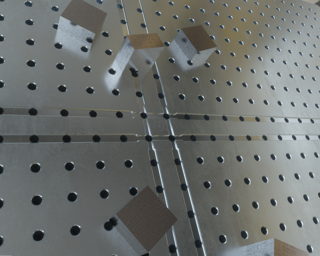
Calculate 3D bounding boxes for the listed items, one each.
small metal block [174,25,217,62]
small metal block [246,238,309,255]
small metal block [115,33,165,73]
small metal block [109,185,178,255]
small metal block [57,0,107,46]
[{"bbox_3d":[0.061,-0.145,0.529,0.050,0.025,0.050,-23,74,-36],"label":"small metal block"},{"bbox_3d":[0.139,0.157,0.370,0.050,0.050,0.025,26,53,-12],"label":"small metal block"},{"bbox_3d":[-0.029,-0.107,0.441,0.050,0.050,0.025,-16,70,-34],"label":"small metal block"},{"bbox_3d":[-0.018,0.100,0.337,0.050,0.025,0.050,48,51,6],"label":"small metal block"},{"bbox_3d":[-0.110,-0.152,0.442,0.050,0.025,0.050,25,53,-13],"label":"small metal block"}]
